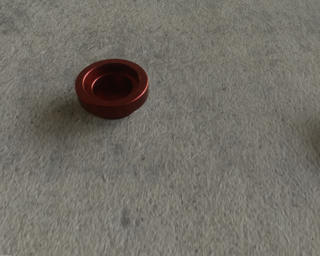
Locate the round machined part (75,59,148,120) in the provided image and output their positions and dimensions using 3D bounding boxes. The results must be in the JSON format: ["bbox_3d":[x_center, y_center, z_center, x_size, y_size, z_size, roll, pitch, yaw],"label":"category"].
[{"bbox_3d":[-0.065,-0.050,0.433,0.099,0.042,0.098,0,50,0],"label":"round machined part"}]
